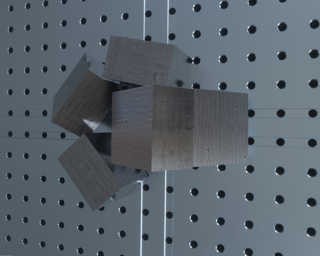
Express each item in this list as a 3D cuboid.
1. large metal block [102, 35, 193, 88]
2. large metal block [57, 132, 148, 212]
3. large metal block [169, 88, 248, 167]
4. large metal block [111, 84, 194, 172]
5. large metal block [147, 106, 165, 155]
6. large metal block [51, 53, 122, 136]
[{"bbox_3d":[-0.012,-0.075,0.388,0.080,0.080,0.050,14,95,20],"label":"large metal block"},{"bbox_3d":[-0.072,0.053,0.408,0.050,0.080,0.080,-41,78,15],"label":"large metal block"},{"bbox_3d":[0.054,0.000,0.356,0.050,0.081,0.080,-1,89,57],"label":"large metal block"},{"bbox_3d":[-0.010,0.000,0.329,0.080,0.050,0.080,0,89,54],"label":"large metal block"},{"bbox_3d":[-0.009,-0.002,0.403,0.080,0.050,0.080,1,90,20],"label":"large metal block"},{"bbox_3d":[-0.098,-0.044,0.412,0.050,0.080,0.080,32,105,-28],"label":"large metal block"}]
